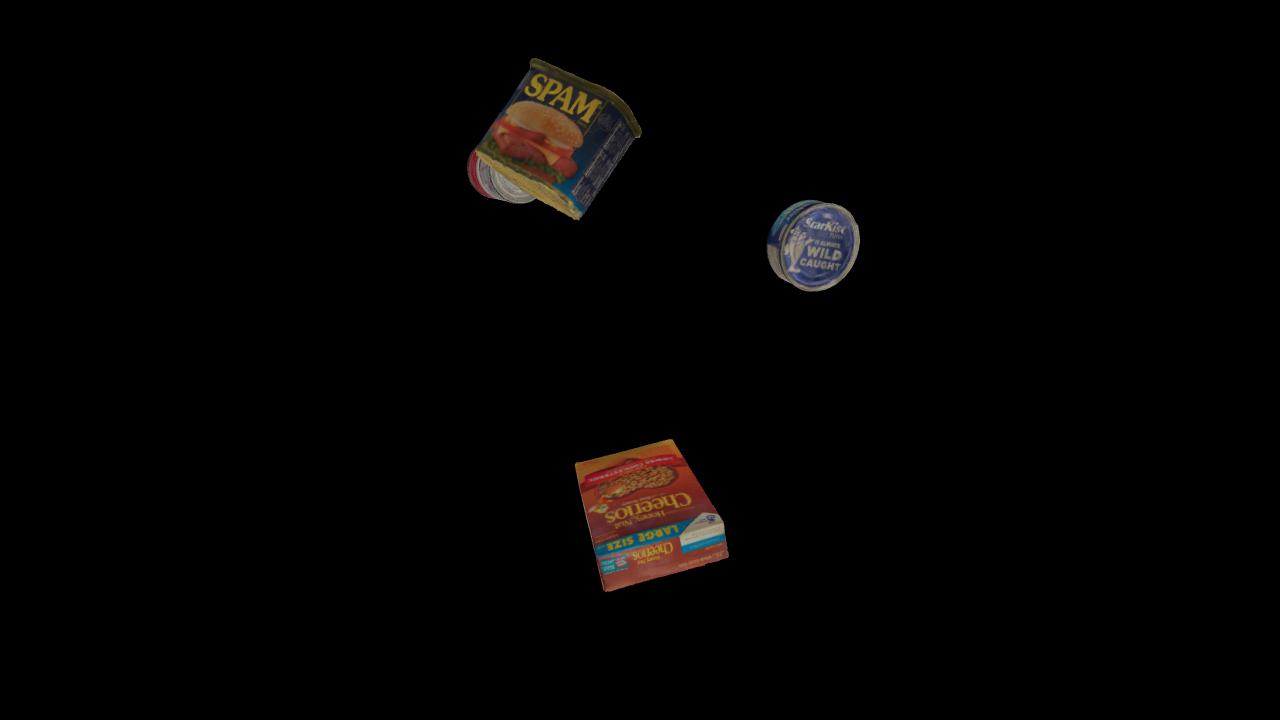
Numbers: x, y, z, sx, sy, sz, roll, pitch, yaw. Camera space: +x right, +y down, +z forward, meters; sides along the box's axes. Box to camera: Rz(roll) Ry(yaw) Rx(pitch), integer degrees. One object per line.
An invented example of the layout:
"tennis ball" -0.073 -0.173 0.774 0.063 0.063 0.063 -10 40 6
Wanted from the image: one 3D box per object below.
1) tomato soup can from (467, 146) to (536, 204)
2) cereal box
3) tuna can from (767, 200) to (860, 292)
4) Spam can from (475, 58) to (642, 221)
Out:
"tomato soup can" -0.150 -0.213 0.692 0.068 0.068 0.101 0 16 -28
"cereal box" 0.006 0.252 1.064 0.203 0.081 0.306 -13 19 -8
"tuna can" 0.165 -0.110 0.591 0.084 0.084 0.034 0 22 -18
"Spam can" -0.064 -0.168 0.474 0.101 0.085 0.058 33 -1 24
